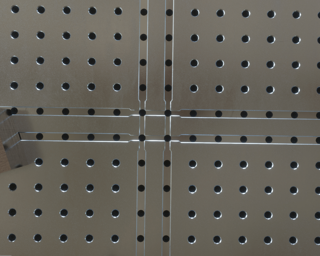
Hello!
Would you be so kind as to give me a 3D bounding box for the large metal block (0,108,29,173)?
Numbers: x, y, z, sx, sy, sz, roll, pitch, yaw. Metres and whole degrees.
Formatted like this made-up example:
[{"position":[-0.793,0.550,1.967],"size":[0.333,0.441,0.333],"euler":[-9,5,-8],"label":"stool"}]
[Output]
[{"position":[-0.230,0.025,0.398],"size":[0.080,0.050,0.080],"euler":[-18,90,-1],"label":"large metal block"}]
